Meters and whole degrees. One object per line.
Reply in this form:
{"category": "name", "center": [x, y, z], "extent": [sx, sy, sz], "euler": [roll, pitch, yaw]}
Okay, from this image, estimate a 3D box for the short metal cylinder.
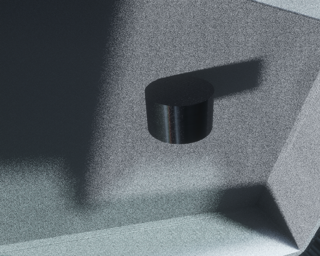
{"category": "short metal cylinder", "center": [0.024, -0.024, 0.373], "extent": [0.081, 0.080, 0.050], "euler": [-16, 125, -19]}
